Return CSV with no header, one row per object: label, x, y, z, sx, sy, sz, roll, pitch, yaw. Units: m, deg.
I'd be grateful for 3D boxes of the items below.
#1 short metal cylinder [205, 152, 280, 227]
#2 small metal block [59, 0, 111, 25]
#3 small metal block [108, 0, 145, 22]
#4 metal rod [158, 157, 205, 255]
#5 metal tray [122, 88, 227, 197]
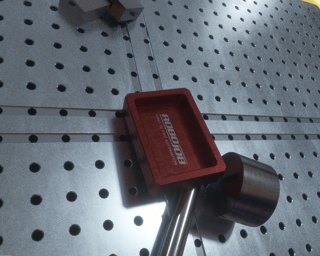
short metal cylinder,0.098,0.075,0.380,0.050,0.080,0.080,21,54,-16
small metal block,-0.111,-0.187,0.462,0.050,0.025,0.050,48,51,5
small metal block,-0.061,-0.197,0.488,0.050,0.025,0.050,48,38,5
metal rod,0.003,0.155,0.314,0.025,0.025,0.300,30,52,-9
metal tray,0.014,0.011,0.384,0.091,0.030,0.130,-9,58,-21
